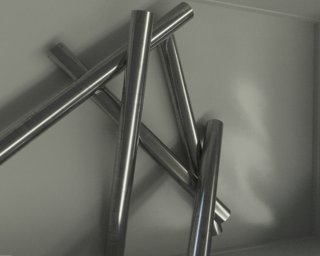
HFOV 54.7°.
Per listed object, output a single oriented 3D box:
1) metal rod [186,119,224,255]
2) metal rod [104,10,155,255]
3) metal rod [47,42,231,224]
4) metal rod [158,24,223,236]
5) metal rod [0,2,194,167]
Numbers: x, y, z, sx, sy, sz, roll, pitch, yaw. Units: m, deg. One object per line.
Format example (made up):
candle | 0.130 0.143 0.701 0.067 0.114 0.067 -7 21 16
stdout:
metal rod | 0.048 0.109 0.351 0.025 0.025 0.300 30 49 -18
metal rod | -0.038 0.020 0.363 0.025 0.025 0.298 4 101 -20
metal rod | -0.020 0.013 0.389 0.300 0.025 0.025 45 76 -9
metal rod | 0.040 0.004 0.426 0.025 0.025 0.298 -17 96 -20
metal rod | -0.073 -0.055 0.351 0.301 0.025 0.025 -41 104 -18
